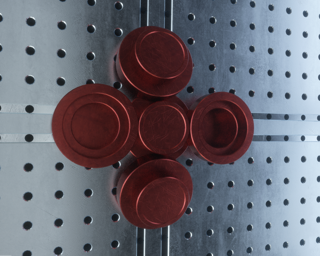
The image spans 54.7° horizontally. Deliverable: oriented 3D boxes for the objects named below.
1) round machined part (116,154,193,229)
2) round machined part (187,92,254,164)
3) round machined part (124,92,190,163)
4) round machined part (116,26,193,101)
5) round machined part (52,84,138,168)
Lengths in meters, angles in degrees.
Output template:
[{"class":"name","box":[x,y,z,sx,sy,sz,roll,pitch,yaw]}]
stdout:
[{"class":"round machined part","box":[-0.002,0.085,0.391,0.099,0.042,0.097,-6,107,-19]},{"class":"round machined part","box":[0.078,0.000,0.433,0.099,0.042,0.097,0,90,-21]},{"class":"round machined part","box":[-0.001,-0.001,0.403,0.099,0.042,0.097,0,90,-21]},{"class":"round machined part","box":[-0.003,-0.086,0.391,0.099,0.042,0.098,5,74,-17]},{"class":"round machined part","box":[-0.079,-0.003,0.374,0.099,0.042,0.097,0,90,-21]}]
